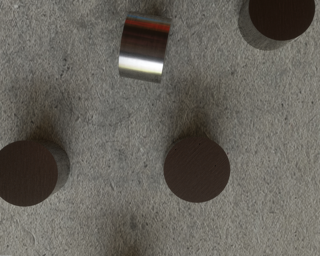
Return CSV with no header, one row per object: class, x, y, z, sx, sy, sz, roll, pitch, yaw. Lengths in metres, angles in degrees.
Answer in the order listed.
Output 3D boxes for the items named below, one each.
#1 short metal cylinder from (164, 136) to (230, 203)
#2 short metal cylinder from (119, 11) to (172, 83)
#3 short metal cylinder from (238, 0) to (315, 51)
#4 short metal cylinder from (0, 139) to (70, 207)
short metal cylinder,0.045,0.050,0.398,0.081,0.050,0.080,0,90,0
short metal cylinder,-0.017,-0.098,0.382,0.050,0.080,0.080,10,90,0
short metal cylinder,0.147,-0.145,0.398,0.081,0.050,0.080,0,90,0
short metal cylinder,-0.163,0.054,0.396,0.081,0.050,0.080,0,90,0
